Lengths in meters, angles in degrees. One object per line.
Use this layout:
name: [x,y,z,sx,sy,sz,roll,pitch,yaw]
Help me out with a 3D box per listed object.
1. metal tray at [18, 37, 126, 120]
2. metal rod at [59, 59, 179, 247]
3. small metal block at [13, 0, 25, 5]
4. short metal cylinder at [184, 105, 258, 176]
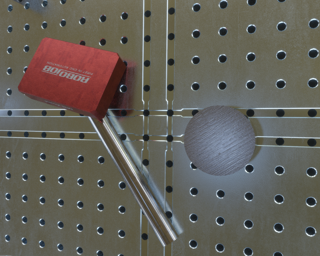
metal tray: [-0.124,-0.072,0.439,0.130,0.030,0.090,17,77,18]
metal rod: [-0.064,0.024,0.435,0.025,0.025,0.299,-35,79,16]
small metal block: [-0.243,-0.228,0.485,0.050,0.050,0.025,46,104,14]
short metal cylinder: [0.074,0.014,0.373,0.080,0.050,0.080,0,90,20]
